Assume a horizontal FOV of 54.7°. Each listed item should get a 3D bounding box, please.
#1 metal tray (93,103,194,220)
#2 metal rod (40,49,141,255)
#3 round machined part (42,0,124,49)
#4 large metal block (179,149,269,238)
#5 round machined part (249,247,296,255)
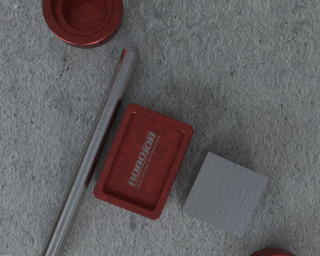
[{"bbox_3d":[-0.021,0.043,0.407,0.090,0.030,0.129,22,90,0],"label":"metal tray"},{"bbox_3d":[-0.093,0.040,0.409,0.025,0.025,0.299,22,90,0],"label":"metal rod"},{"bbox_3d":[-0.095,-0.151,0.401,0.099,0.042,0.097,0,90,0],"label":"round machined part"},{"bbox_3d":[0.079,0.081,0.398,0.080,0.050,0.080,24,90,0],"label":"large metal block"},{"bbox_3d":[0.146,0.204,0.403,0.099,0.042,0.097,0,90,0],"label":"round machined part"}]
